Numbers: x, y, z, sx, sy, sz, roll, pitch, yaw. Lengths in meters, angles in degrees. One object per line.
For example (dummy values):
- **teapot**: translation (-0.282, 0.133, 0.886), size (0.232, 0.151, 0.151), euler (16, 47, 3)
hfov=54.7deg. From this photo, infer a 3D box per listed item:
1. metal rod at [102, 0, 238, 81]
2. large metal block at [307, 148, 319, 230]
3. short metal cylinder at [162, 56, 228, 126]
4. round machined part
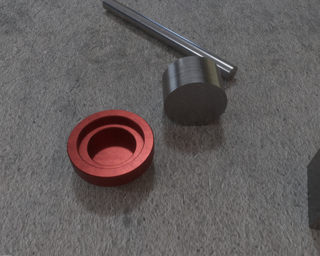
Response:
- **metal rod**: translation (0.004, -0.164, 0.540), size (0.300, 0.025, 0.025), euler (37, 59, 27)
- **large metal block**: translation (0.194, 0.057, 0.321), size (0.050, 0.080, 0.080), euler (12, 51, 10)
- **short metal cylinder**: translation (0.044, -0.047, 0.407), size (0.081, 0.080, 0.050), euler (-2, 50, -2)
- **round machined part**: translation (-0.056, 0.027, 0.369), size (0.099, 0.042, 0.098), euler (0, 50, 0)
